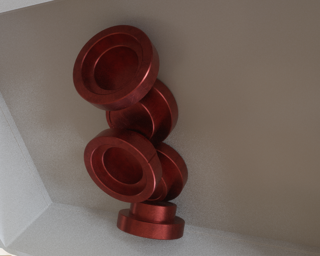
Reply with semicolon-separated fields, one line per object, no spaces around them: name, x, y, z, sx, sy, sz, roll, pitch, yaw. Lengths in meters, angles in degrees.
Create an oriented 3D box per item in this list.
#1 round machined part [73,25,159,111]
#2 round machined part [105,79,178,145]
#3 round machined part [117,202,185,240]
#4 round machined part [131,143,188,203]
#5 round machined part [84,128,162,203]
round machined part;-0.046;-0.064;0.355;0.098;0.098;0.042;7;164;24
round machined part;-0.030;-0.018;0.398;0.098;0.042;0.097;13;124;20
round machined part;-0.012;0.129;0.457;0.098;0.098;0.042;6;84;24
round machined part;-0.013;0.068;0.442;0.098;0.042;0.097;13;124;20
round machined part;-0.042;0.042;0.386;0.098;0.042;0.097;13;124;20
